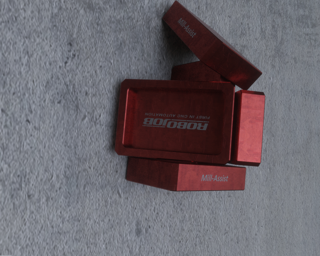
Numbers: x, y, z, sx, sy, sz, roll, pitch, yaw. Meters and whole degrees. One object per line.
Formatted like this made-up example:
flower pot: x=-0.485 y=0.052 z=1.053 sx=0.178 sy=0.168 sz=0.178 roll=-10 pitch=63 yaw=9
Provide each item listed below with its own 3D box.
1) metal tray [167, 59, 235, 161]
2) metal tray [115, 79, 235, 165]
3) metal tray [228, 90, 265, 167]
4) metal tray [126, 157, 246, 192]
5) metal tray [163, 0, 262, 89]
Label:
metal tray: x=0.051 y=-0.021 z=0.408 sx=0.030 sy=0.090 sz=0.129 roll=10 pitch=84 yaw=-40
metal tray: x=0.017 y=-0.008 z=0.359 sx=0.030 sy=0.131 sz=0.089 roll=21 pitch=73 yaw=-76
metal tray: x=0.099 y=0.003 z=0.427 sx=0.030 sy=0.130 sz=0.089 roll=6 pitch=86 yaw=-7
metal tray: x=0.035 y=0.058 z=0.395 sx=0.131 sy=0.090 sz=0.030 roll=9 pitch=85 yaw=-40
metal tray: x=0.065 y=-0.109 z=0.403 sx=0.090 sy=0.130 sz=0.030 roll=22 pitch=117 yaw=-38
